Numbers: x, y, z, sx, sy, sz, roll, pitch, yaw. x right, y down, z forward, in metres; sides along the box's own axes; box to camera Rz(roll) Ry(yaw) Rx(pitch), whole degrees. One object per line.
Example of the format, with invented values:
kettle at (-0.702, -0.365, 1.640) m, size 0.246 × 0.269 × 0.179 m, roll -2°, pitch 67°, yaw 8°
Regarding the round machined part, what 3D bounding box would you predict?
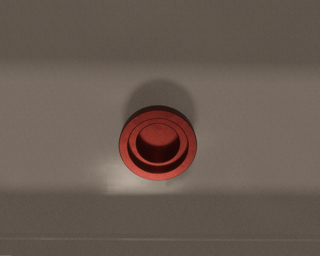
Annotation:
round machined part at (-0.003, 0.016, 0.408) m, size 0.099 × 0.042 × 0.097 m, roll 0°, pitch 110°, yaw -1°
